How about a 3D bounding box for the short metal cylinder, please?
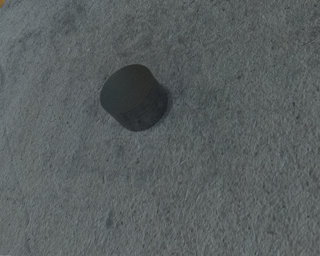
[{"bbox_3d":[-0.036,-0.042,0.433,0.080,0.050,0.080,-13,56,21],"label":"short metal cylinder"}]
